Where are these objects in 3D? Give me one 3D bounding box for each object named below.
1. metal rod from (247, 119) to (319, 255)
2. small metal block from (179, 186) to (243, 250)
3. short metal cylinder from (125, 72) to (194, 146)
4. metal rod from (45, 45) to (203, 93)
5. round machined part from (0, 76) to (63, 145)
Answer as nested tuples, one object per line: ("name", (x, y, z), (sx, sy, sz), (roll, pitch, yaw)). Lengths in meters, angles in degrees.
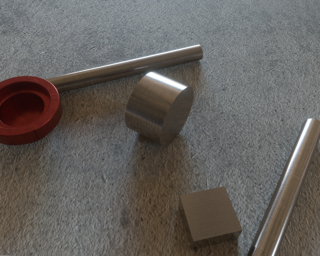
("metal rod", (0.123, 0.095, 0.325), (0.025, 0.025, 0.301), (26, 54, 19))
("small metal block", (0.051, 0.094, 0.325), (0.050, 0.025, 0.050), (-10, 51, -9))
("short metal cylinder", (0.001, -0.024, 0.388), (0.050, 0.080, 0.080), (26, 55, 20))
("metal rod", (-0.076, -0.084, 0.472), (0.302, 0.025, 0.025), (-16, 52, -14))
("round machined part", (-0.177, -0.018, 0.402), (0.099, 0.042, 0.098), (2, 55, -2))
